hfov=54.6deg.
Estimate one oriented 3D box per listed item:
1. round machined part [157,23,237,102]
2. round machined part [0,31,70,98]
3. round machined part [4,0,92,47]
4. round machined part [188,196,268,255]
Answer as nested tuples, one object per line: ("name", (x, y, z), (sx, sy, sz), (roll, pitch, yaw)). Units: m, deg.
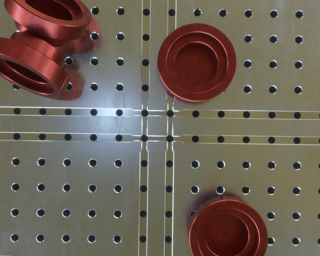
("round machined part", (0.046, -0.082, 0.405), (0.099, 0.042, 0.097), (0, 90, 0))
("round machined part", (-0.157, -0.079, 0.379), (0.098, 0.098, 0.042), (21, 71, 0))
("round machined part", (-0.140, -0.139, 0.386), (0.098, 0.098, 0.042), (35, 126, 0))
("round machined part", (0.085, 0.138, 0.405), (0.099, 0.042, 0.097), (0, 90, 0))
